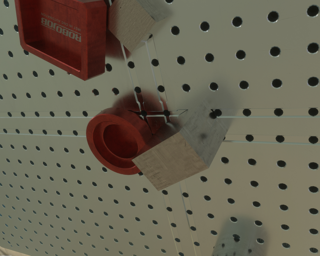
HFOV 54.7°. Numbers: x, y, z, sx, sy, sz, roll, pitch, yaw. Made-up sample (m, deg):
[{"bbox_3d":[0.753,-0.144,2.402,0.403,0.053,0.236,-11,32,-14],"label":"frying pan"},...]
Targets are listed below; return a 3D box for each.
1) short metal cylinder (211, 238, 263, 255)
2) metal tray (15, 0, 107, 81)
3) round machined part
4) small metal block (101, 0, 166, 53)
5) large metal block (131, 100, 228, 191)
[{"bbox_3d":[0.114,0.215,0.468,0.080,0.050,0.079,13,124,21],"label":"short metal cylinder"},{"bbox_3d":[-0.124,-0.123,0.379,0.130,0.030,0.089,28,129,25],"label":"metal tray"},{"bbox_3d":[-0.051,0.015,0.436,0.098,0.042,0.097,14,125,21],"label":"round machined part"},{"bbox_3d":[-0.031,-0.123,0.351,0.050,0.025,0.050,46,129,-5],"label":"small metal block"},{"bbox_3d":[0.025,0.021,0.375,0.080,0.080,0.050,-33,100,38],"label":"large metal block"}]
